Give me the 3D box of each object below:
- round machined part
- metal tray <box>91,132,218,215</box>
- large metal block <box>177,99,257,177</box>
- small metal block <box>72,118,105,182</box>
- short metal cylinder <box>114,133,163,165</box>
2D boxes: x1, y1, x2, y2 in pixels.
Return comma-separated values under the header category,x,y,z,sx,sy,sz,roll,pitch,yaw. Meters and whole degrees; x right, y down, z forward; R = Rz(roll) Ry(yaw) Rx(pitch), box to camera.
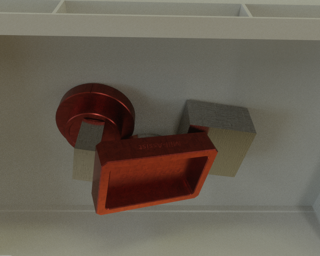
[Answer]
category,x,y,z,sx,sy,sz,roll,pitch,yaw
round machined part,-0.082,-0.004,0.391,0.099,0.042,0.097,-1,130,0
metal tray,-0.008,0.052,0.355,0.131,0.030,0.089,-5,133,-22
large metal block,0.067,0.015,0.403,0.081,0.050,0.079,7,130,-7
small metal block,-0.082,0.025,0.356,0.025,0.050,0.050,10,130,-8
short metal cylinder,-0.021,0.051,0.418,0.081,0.050,0.080,-10,144,-7
